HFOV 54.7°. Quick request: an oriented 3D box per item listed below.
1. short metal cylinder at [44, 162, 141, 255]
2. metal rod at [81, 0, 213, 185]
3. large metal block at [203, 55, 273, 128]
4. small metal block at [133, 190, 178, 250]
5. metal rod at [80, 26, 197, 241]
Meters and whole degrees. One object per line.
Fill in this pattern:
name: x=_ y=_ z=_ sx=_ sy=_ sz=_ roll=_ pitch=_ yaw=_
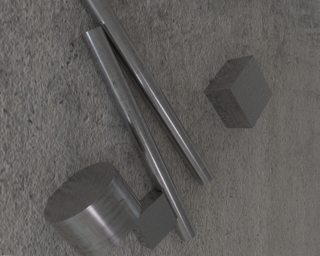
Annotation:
short metal cylinder: x=-0.067 y=0.080 z=0.313 sx=0.080 sy=0.080 sz=0.050 roll=-45 pitch=118 yaw=-30
metal rod: x=-0.006 y=-0.038 z=0.399 sx=0.025 sy=0.025 sz=0.299 roll=-48 pitch=118 yaw=-29
large metal block: x=0.127 y=-0.056 z=0.494 sx=0.080 sy=0.050 sz=0.080 roll=-53 pitch=121 yaw=-27
small metal block: x=-0.010 y=0.116 z=0.396 sx=0.050 sy=0.025 sz=0.050 roll=-38 pitch=113 yaw=-33
metal rod: x=-0.018 y=0.022 z=0.389 sx=0.025 sy=0.025 sz=0.299 roll=-37 pitch=113 yaw=-34
